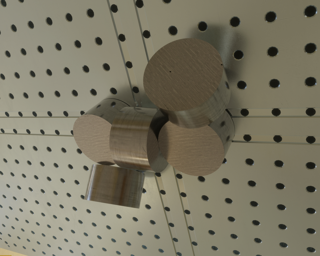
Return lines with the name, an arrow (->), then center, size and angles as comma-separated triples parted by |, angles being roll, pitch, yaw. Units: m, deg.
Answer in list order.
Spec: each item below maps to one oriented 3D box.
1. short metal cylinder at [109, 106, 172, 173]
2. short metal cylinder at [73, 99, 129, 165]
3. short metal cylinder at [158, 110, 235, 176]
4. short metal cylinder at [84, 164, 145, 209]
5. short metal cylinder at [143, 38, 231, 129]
short metal cylinder -> -0.020, 0.014, 0.393 | 0.050, 0.080, 0.079 | 5, 121, 25
short metal cylinder -> -0.073, 0.006, 0.434 | 0.080, 0.050, 0.079 | 13, 124, 20
short metal cylinder -> 0.045, 0.011, 0.376 | 0.080, 0.050, 0.079 | 13, 124, 20
short metal cylinder -> -0.065, 0.086, 0.454 | 0.080, 0.050, 0.080 | 9, 165, 3
short metal cylinder -> 0.029, -0.045, 0.323 | 0.080, 0.080, 0.050 | 8, 164, 23
